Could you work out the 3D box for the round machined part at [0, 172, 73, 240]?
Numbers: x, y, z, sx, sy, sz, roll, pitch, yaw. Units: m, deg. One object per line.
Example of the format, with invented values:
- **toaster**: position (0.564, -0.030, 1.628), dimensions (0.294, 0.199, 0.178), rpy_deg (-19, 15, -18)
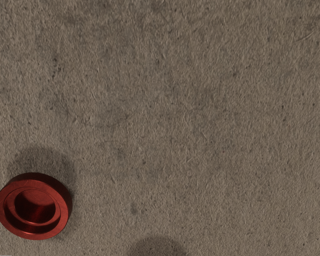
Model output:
- **round machined part**: position (-0.173, 0.105, 0.437), dimensions (0.099, 0.042, 0.097), rpy_deg (0, 110, -1)
